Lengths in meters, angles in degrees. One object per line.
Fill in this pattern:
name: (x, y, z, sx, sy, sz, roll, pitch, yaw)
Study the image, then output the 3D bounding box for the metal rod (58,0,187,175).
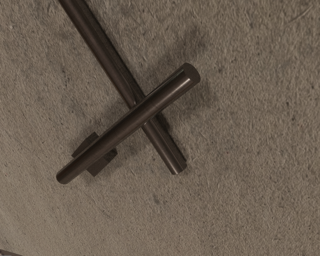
metal rod: (-0.052, -0.066, 0.391, 0.025, 0.025, 0.299, -23, 107, 36)

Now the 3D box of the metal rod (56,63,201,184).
metal rod: (-0.062, 0.012, 0.411, 0.025, 0.025, 0.299, 49, 129, -7)

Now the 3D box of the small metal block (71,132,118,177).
small metal block: (-0.103, 0.042, 0.485, 0.050, 0.025, 0.050, 45, 129, -3)
